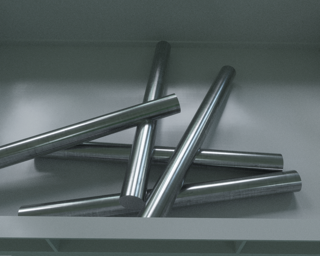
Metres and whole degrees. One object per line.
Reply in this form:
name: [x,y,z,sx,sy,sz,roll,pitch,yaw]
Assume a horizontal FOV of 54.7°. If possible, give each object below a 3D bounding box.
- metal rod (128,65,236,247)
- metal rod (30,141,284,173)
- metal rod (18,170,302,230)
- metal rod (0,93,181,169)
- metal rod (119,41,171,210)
metal rod: [0.044,0.006,0.373,0.025,0.025,0.301,19,45,15]
metal rod: [-0.008,0.034,0.375,0.302,0.025,0.025,4,50,2]
metal rod: [0.006,0.077,0.338,0.302,0.025,0.025,-6,51,-6]
metal rod: [-0.122,0.015,0.356,0.302,0.025,0.025,-18,52,-8]
metal rod: [-0.011,-0.031,0.406,0.025,0.025,0.300,5,44,4]
